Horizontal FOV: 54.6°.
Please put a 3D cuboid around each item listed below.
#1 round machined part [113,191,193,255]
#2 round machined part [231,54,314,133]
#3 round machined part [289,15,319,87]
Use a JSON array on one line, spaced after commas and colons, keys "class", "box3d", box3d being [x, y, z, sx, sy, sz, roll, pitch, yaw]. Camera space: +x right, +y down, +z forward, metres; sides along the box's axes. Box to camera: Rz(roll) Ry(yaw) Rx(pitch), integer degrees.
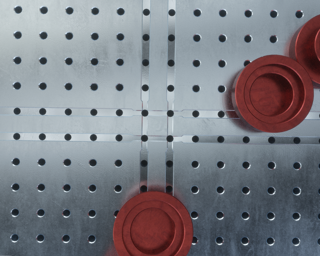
[{"class": "round machined part", "box3d": [-0.010, 0.131, 0.397, 0.099, 0.042, 0.098, 2, 77, -7]}, {"class": "round machined part", "box3d": [0.143, -0.043, 0.406, 0.099, 0.042, 0.097, 0, 90, 0]}, {"class": "round machined part", "box3d": [0.227, -0.104, 0.406, 0.099, 0.042, 0.097, 0, 90, 0]}]
